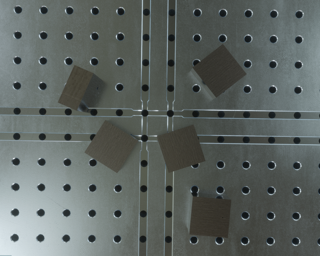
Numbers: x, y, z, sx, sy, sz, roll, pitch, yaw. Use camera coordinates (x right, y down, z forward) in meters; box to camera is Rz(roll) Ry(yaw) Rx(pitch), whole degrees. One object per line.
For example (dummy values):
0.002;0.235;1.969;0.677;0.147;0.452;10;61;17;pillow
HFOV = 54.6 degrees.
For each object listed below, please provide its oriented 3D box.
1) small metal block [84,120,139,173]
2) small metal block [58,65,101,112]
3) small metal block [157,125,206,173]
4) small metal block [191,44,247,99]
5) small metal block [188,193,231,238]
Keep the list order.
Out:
-0.063;0.024;0.413;0.050;0.025;0.050;33;90;0;small metal block
-0.102;-0.049;0.400;0.025;0.050;0.050;24;90;0;small metal block
0.027;0.027;0.414;0.050;0.025;0.050;-18;90;0;small metal block
0.077;-0.074;0.414;0.050;0.025;0.050;-38;90;0;small metal block
0.065;0.115;0.414;0.050;0.025;0.050;5;90;0;small metal block
